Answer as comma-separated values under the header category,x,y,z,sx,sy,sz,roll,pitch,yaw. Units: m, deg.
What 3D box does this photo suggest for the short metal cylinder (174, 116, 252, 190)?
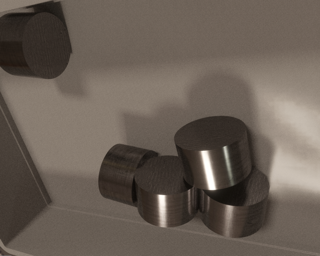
category,x,y,z,sx,sy,sz,roll,pitch,yaw
short metal cylinder,0.061,0.026,0.356,0.080,0.080,0.050,-1,118,28

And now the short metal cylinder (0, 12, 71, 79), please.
category,x,y,z,sx,sy,sz,roll,pitch,yaw
short metal cylinder,-0.160,-0.104,0.391,0.050,0.080,0.079,9,122,23

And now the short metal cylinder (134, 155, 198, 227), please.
category,x,y,z,sx,sy,sz,roll,pitch,yaw
short metal cylinder,0.010,0.078,0.392,0.080,0.080,0.050,10,121,22

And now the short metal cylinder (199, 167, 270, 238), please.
category,x,y,z,sx,sy,sz,roll,pitch,yaw
short metal cylinder,0.089,0.085,0.378,0.080,0.080,0.050,11,123,22

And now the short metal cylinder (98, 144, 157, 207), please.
category,x,y,z,sx,sy,sz,roll,pitch,yaw
short metal cylinder,-0.042,0.066,0.434,0.050,0.080,0.079,10,123,23
